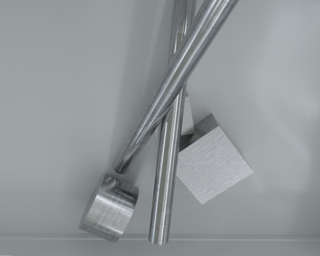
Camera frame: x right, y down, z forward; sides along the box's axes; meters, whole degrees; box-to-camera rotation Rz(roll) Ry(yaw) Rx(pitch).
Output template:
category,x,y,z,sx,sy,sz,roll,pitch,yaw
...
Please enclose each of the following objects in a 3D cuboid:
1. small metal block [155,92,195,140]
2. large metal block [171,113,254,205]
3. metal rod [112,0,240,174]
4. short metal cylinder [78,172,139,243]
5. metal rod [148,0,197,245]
category,x,y,z,sx,sy,sz,roll,pitch,yaw
small metal block,0.016,-0.016,0.406,0.050,0.025,0.050,-10,110,3
large metal block,0.063,0.041,0.414,0.080,0.050,0.080,-36,107,12
metal rod,0.006,-0.038,0.332,0.025,0.025,0.298,25,133,-9
short metal cylinder,-0.069,0.107,0.421,0.050,0.080,0.080,27,108,-10
metal rod,0.014,-0.009,0.369,0.025,0.025,0.298,6,95,-3
